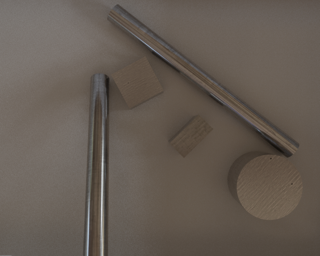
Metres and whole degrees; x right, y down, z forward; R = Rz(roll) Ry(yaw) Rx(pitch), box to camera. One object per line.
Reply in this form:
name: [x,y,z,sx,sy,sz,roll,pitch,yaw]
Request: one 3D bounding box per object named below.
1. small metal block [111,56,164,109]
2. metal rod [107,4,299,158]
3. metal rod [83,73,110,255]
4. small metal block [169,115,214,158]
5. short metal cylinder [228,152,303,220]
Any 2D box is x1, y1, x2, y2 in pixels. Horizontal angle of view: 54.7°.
small metal block: [-0.029,-0.059,0.411,0.050,0.025,0.050,-28,90,-1]
metal rod: [0.057,-0.062,0.412,0.301,0.025,0.025,37,90,-1]
metal rod: [-0.070,0.068,0.346,0.025,0.025,0.299,-4,64,0]
small metal block: [0.038,0.010,0.399,0.050,0.050,0.025,-44,91,0]
short metal cylinder: [0.133,0.072,0.401,0.081,0.050,0.079,0,90,-1]
